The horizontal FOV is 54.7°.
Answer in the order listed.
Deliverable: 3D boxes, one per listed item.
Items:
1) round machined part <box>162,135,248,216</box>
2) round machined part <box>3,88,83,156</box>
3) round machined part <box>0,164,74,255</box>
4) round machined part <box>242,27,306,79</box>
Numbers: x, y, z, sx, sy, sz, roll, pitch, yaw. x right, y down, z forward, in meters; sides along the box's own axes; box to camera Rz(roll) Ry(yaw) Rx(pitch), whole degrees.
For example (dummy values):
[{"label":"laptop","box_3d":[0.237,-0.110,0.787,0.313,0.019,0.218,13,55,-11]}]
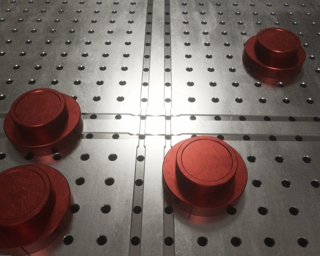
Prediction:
[{"label":"round machined part","box_3d":[0.052,0.047,0.357,0.099,0.042,0.098,0,50,0]},{"label":"round machined part","box_3d":[-0.155,-0.015,0.407,0.099,0.042,0.098,0,50,0]},{"label":"round machined part","box_3d":[-0.145,0.079,0.328,0.099,0.042,0.098,1,50,0]},{"label":"round machined part","box_3d":[0.188,-0.128,0.507,0.099,0.042,0.098,0,50,0]}]
